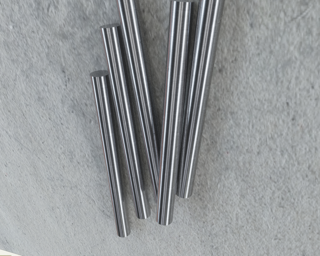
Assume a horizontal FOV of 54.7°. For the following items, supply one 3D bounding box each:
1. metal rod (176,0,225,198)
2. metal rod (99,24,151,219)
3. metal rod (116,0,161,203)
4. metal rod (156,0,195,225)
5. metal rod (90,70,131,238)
[{"bbox_3d":[0.044,-0.033,0.362,0.025,0.025,0.298,17,125,18],"label":"metal rod"},{"bbox_3d":[-0.043,0.010,0.433,0.025,0.025,0.298,7,122,24],"label":"metal rod"},{"bbox_3d":[-0.016,-0.021,0.400,0.025,0.025,0.298,5,121,25],"label":"metal rod"},{"bbox_3d":[0.015,0.002,0.384,0.025,0.025,0.298,14,120,20],"label":"metal rod"},{"bbox_3d":[-0.072,0.057,0.478,0.025,0.025,0.298,11,123,22],"label":"metal rod"}]
